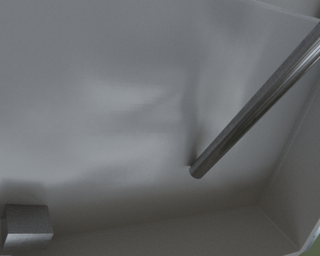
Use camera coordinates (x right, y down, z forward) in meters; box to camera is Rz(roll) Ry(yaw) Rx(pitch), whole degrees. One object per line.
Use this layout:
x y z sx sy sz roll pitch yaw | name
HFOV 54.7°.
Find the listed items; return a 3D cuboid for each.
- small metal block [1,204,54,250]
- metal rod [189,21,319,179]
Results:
-0.163 0.120 0.378 0.050 0.050 0.025 13 111 -34 | small metal block
0.112 -0.018 0.380 0.025 0.025 0.298 -2 145 -28 | metal rod
